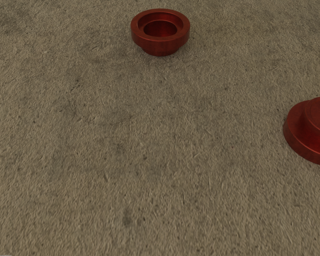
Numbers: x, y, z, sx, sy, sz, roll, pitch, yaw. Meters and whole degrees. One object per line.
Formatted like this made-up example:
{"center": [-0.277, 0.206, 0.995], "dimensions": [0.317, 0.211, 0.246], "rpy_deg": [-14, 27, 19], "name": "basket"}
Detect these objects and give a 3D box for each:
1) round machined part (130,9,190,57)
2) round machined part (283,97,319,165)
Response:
{"center": [0.001, -0.158, 0.525], "dimensions": [0.099, 0.042, 0.098], "rpy_deg": [0, 50, 0], "name": "round machined part"}
{"center": [0.214, -0.003, 0.396], "dimensions": [0.099, 0.042, 0.098], "rpy_deg": [0, 50, 0], "name": "round machined part"}
